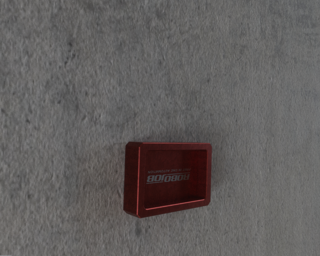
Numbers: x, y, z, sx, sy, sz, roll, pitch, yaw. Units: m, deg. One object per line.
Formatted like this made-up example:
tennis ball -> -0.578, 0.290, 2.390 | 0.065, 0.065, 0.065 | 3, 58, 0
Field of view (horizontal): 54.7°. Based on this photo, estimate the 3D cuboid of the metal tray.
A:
metal tray -> 0.015, 0.064, 0.416 | 0.131, 0.030, 0.089 | 3, 88, -40
